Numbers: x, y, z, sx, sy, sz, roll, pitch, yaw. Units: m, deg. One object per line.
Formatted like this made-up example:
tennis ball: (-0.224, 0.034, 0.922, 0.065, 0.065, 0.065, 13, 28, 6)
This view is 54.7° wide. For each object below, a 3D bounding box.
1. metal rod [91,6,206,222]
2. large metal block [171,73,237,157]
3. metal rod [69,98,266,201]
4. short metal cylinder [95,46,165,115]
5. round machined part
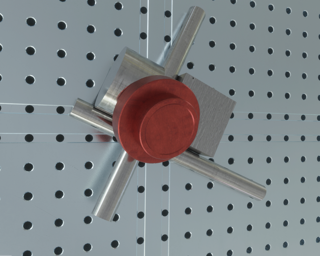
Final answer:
metal rod: (-0.007, -0.030, 0.390, 0.025, 0.025, 0.300, 30, 73, -18)
large metal block: (0.042, -0.016, 0.412, 0.080, 0.050, 0.080, 27, 81, -18)
metal rod: (0.024, 0.037, 0.422, 0.302, 0.025, 0.025, 26, 81, -19)
short metal cylinder: (-0.037, -0.049, 0.370, 0.050, 0.080, 0.080, 26, 81, -19)
round machined part: (0.002, -0.005, 0.335, 0.099, 0.042, 0.097, -10, 114, -24)
